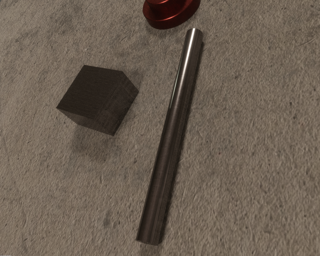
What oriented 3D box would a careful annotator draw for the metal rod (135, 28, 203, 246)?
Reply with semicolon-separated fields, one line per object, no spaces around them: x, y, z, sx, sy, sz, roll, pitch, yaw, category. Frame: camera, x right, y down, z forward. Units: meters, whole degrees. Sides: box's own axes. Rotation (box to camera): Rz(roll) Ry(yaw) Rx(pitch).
0.019;-0.008;0.397;0.025;0.025;0.300;0;61;28;metal rod

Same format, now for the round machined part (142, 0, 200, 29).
0.014;-0.216;0.517;0.098;0.042;0.098;-13;56;20;round machined part

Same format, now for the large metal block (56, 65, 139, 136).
-0.092;-0.042;0.460;0.080;0.050;0.080;16;70;34;large metal block
